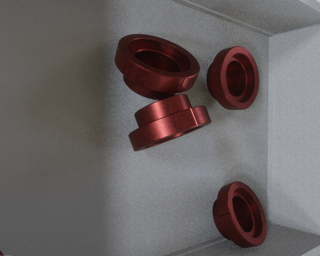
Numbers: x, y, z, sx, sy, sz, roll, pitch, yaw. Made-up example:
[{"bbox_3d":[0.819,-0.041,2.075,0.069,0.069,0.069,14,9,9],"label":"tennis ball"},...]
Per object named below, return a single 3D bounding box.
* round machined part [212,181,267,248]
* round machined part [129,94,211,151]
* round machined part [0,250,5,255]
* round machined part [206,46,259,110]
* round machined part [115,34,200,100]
[{"bbox_3d":[0.120,0.136,0.483,0.098,0.042,0.098,28,46,-33],"label":"round machined part"},{"bbox_3d":[0.008,-0.009,0.371,0.099,0.098,0.042,-16,83,-39],"label":"round machined part"},{"bbox_3d":[-0.151,0.123,0.232,0.042,0.098,0.098,-27,113,5],"label":"round machined part"},{"bbox_3d":[0.112,-0.077,0.492,0.099,0.042,0.097,0,90,-40],"label":"round machined part"},{"bbox_3d":[-0.006,-0.069,0.369,0.099,0.098,0.042,-15,140,-39],"label":"round machined part"}]
